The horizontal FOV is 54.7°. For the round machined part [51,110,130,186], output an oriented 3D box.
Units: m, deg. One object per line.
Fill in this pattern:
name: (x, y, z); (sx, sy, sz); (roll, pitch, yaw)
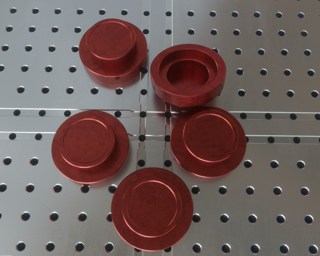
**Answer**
round machined part: (-0.089, 0.022, 0.394); (0.099, 0.042, 0.098); (0, 70, -1)

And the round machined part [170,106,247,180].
round machined part: (0.062, 0.015, 0.398); (0.099, 0.042, 0.098); (0, 70, -1)

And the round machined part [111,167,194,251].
round machined part: (-0.009, 0.094, 0.368); (0.099, 0.042, 0.098); (0, 70, -1)

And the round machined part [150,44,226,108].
round machined part: (0.038, -0.065, 0.418); (0.099, 0.042, 0.098); (-2, 54, 3)

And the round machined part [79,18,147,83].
round machined part: (-0.068, -0.117, 0.445); (0.099, 0.042, 0.098); (0, 70, 0)
